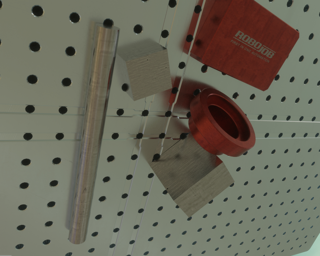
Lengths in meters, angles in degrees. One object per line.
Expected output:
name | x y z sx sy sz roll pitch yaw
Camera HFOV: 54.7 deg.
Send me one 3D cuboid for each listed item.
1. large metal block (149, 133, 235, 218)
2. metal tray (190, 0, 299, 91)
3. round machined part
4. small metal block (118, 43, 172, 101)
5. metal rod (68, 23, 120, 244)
large metal block | 0.044 0.064 0.440 0.080 0.080 0.050 -38 130 -3
metal tray | 0.113 -0.109 0.404 0.131 0.030 0.089 15 111 -35
round machined part | 0.077 -0.003 0.413 0.099 0.098 0.042 17 134 -35
small metal block | -0.016 -0.066 0.363 0.050 0.025 0.050 -21 127 -16
metal rod | -0.086 0.026 0.381 0.025 0.025 0.298 -1 119 -29
